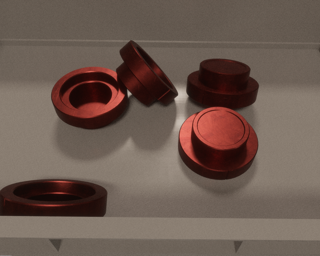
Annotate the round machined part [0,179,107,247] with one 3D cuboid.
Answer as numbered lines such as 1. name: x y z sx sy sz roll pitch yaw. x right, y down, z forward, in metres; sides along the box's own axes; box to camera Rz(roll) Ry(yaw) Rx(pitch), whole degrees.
1. round machined part: -0.103 0.081 0.301 0.099 0.098 0.042 5 92 3

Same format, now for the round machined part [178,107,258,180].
1. round machined part: 0.073 0.012 0.385 0.099 0.042 0.098 0 50 0

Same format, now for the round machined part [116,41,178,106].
1. round machined part: -0.022 -0.069 0.428 0.042 0.098 0.098 -40 53 13

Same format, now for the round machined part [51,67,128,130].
1. round machined part: -0.093 -0.037 0.424 0.099 0.042 0.098 0 50 0

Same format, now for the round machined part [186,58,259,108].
1. round machined part: 0.087 -0.067 0.431 0.099 0.042 0.098 3 29 -1
